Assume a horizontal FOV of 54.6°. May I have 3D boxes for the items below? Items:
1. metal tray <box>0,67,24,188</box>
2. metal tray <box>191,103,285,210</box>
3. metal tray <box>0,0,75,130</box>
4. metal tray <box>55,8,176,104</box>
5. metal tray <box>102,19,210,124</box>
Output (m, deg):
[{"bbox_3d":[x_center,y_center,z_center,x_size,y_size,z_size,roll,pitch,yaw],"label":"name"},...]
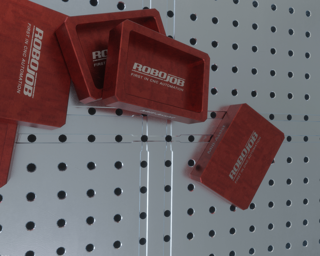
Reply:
[{"bbox_3d":[-0.202,-0.006,0.335,0.091,0.030,0.129,10,87,-20],"label":"metal tray"},{"bbox_3d":[0.115,0.040,0.452,0.090,0.030,0.130,35,79,-17],"label":"metal tray"},{"bbox_3d":[-0.143,-0.069,0.333,0.091,0.030,0.129,12,76,-36],"label":"metal tray"},{"bbox_3d":[-0.046,-0.089,0.371,0.131,0.030,0.090,-23,98,-37],"label":"metal tray"},{"bbox_3d":[0.001,-0.060,0.365,0.131,0.030,0.090,12,78,-36],"label":"metal tray"}]
